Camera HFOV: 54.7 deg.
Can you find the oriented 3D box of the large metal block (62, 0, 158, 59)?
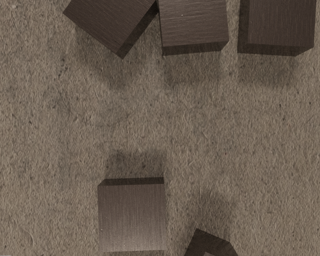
[{"bbox_3d":[-0.060,-0.147,0.393,0.080,0.050,0.080,38,95,0],"label":"large metal block"}]

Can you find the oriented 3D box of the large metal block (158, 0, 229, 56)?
[{"bbox_3d":[0.040,-0.141,0.398,0.081,0.050,0.079,-5,90,-1],"label":"large metal block"}]

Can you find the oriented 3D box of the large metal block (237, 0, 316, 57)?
[{"bbox_3d":[0.148,-0.140,0.399,0.081,0.050,0.079,3,90,-1],"label":"large metal block"}]

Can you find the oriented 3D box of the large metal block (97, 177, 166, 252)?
[{"bbox_3d":[-0.034,0.108,0.397,0.081,0.050,0.079,-2,90,-1],"label":"large metal block"}]

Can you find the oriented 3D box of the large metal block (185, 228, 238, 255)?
[{"bbox_3d":[0.057,0.183,0.383,0.050,0.080,0.080,24,90,-1],"label":"large metal block"}]
